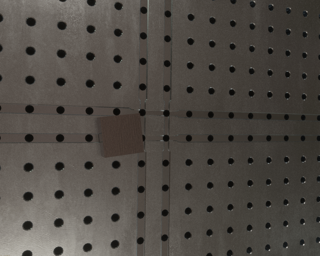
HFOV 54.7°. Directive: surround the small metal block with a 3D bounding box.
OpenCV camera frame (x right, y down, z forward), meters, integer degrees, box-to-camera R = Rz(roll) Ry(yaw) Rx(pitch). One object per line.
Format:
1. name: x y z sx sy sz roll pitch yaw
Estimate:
1. small metal block: -0.051 0.009 0.395 0.050 0.025 0.050 -7 93 -20
